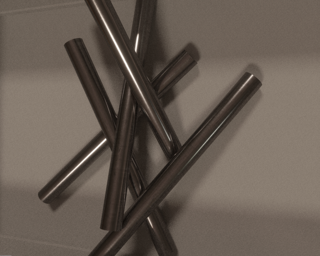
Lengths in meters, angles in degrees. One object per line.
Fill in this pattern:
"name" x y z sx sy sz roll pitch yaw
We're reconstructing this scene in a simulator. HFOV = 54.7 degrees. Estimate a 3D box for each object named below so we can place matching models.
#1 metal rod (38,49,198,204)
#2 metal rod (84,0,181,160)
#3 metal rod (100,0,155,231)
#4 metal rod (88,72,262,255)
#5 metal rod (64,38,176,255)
"metal rod" -0.067 0.006 0.432 0.299 0.025 0.025 -43 77 14
"metal rod" -0.043 -0.089 0.353 0.025 0.025 0.299 -20 112 19
"metal rod" -0.038 -0.027 0.389 0.025 0.025 0.299 4 78 19
"metal rod" 0.015 0.055 0.377 0.025 0.025 0.300 41 92 15
"metal rod" -0.052 0.025 0.404 0.025 0.025 0.299 -24 91 18
